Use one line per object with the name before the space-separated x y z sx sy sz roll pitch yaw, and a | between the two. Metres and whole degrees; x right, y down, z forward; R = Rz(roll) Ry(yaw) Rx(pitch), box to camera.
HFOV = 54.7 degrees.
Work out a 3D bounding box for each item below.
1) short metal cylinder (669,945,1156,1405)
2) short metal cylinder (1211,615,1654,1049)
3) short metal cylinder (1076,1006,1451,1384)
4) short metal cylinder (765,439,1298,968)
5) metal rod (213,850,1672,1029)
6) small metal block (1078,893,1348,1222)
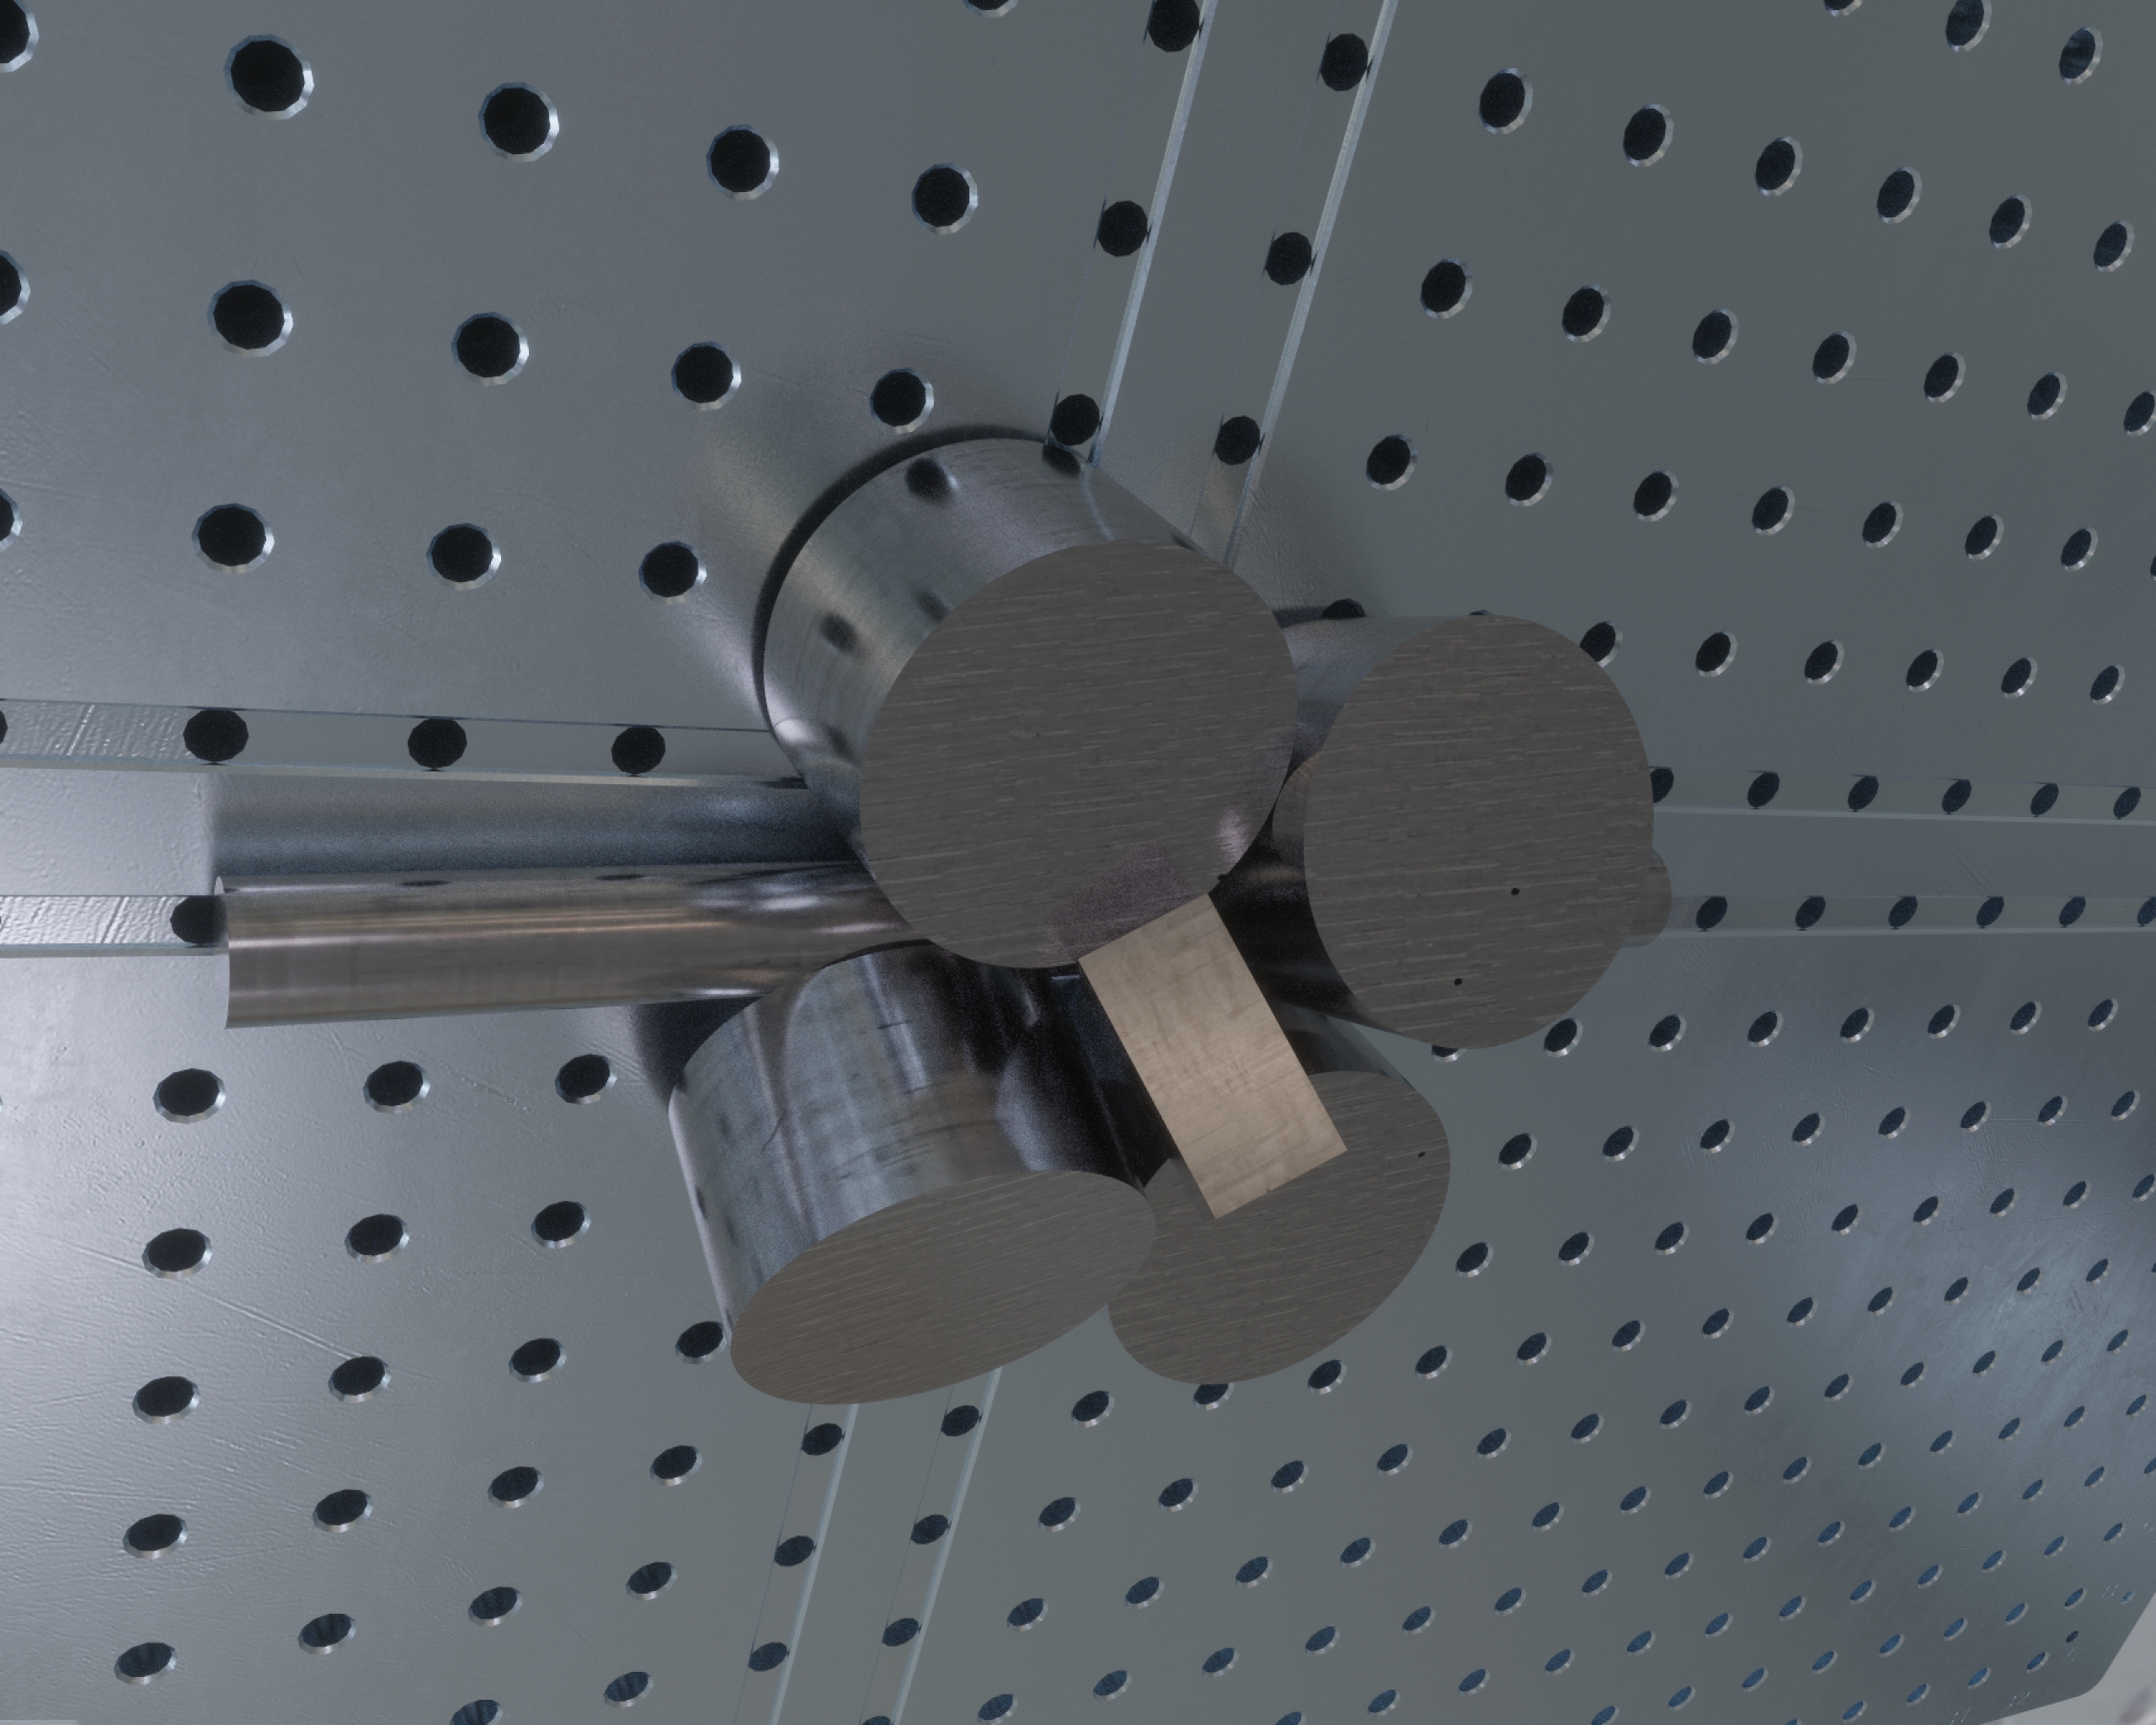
short metal cylinder | -0.032 0.060 0.394 0.081 0.050 0.080 -16 144 -11
short metal cylinder | 0.063 -0.008 0.403 0.081 0.050 0.079 -3 97 -28
short metal cylinder | 0.032 0.064 0.447 0.081 0.050 0.079 -14 124 -21
short metal cylinder | -0.009 -0.028 0.368 0.081 0.050 0.079 -14 124 -21
metal rod | -0.006 0.011 0.410 0.303 0.025 0.025 -2 119 -28
small metal block | 0.023 0.037 0.380 0.025 0.050 0.050 -27 170 -4
